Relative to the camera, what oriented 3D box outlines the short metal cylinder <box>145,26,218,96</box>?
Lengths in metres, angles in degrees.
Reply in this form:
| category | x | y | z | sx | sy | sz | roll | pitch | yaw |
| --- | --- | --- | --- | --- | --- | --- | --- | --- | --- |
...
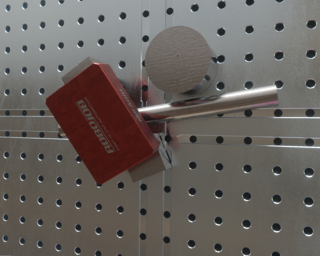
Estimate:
| category | x | y | z | sx | sy | sz | roll | pitch | yaw |
| --- | --- | --- | --- | --- | --- | --- | --- | --- | --- |
| short metal cylinder | 0.028 | -0.081 | 0.388 | 0.080 | 0.050 | 0.079 | 0 | 90 | 19 |

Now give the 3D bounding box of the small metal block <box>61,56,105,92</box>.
| category | x | y | z | sx | sy | sz | roll | pitch | yaw |
| --- | --- | --- | --- | --- | --- | --- | --- | --- | --- |
| small metal block | -0.099 | -0.070 | 0.432 | 0.050 | 0.050 | 0.025 | -33 | 80 | 17 |

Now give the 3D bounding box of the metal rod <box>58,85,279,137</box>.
| category | x | y | z | sx | sy | sz | roll | pitch | yaw |
| --- | --- | --- | --- | --- | --- | --- | --- | --- | --- |
| metal rod | -0.003 | -0.019 | 0.413 | 0.301 | 0.025 | 0.025 | -8 | 87 | 19 |

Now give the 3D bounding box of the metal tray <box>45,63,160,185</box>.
| category | x | y | z | sx | sy | sz | roll | pitch | yaw |
| --- | --- | --- | --- | --- | --- | --- | --- | --- | --- |
| metal tray | -0.073 | -0.005 | 0.393 | 0.090 | 0.030 | 0.130 | -32 | 91 | 17 |

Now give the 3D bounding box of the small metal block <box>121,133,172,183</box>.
| category | x | y | z | sx | sy | sz | roll | pitch | yaw |
| --- | --- | --- | --- | --- | --- | --- | --- | --- | --- |
| small metal block | -0.019 | 0.040 | 0.417 | 0.050 | 0.025 | 0.050 | -25 | 82 | 18 |
